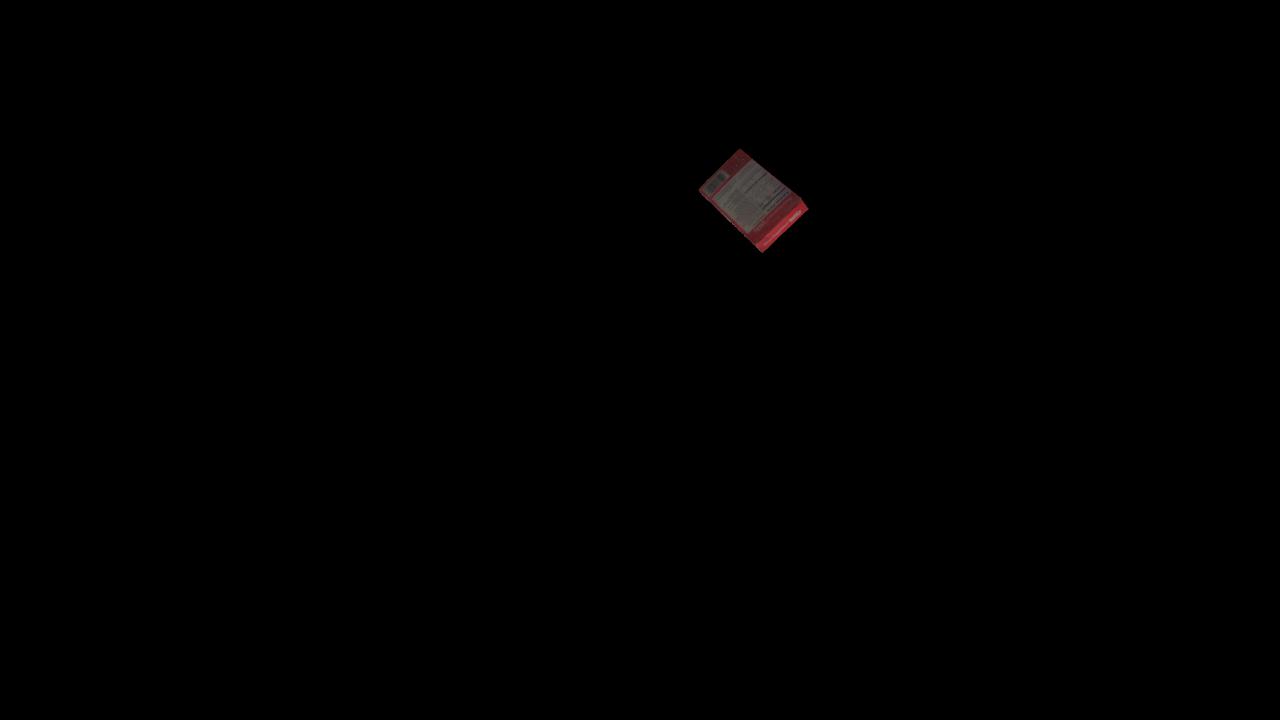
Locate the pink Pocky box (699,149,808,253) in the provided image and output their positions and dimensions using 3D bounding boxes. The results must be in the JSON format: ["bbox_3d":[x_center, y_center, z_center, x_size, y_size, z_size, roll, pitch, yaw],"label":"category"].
[{"bbox_3d":[0.154,-0.224,0.856,0.029,0.084,0.155,32,19,-48],"label":"pink Pocky box"}]
